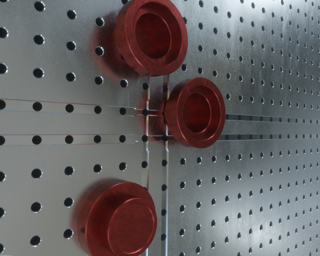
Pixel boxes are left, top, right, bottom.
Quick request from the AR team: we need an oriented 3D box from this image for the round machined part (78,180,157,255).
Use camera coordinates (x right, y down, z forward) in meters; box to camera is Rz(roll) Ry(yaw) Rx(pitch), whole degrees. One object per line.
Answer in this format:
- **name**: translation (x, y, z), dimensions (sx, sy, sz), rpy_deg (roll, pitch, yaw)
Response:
- **round machined part**: translation (-0.042, 0.113, 0.365), dimensions (0.099, 0.042, 0.097), rpy_deg (0, 90, -40)

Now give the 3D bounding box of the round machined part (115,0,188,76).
- **round machined part**: translation (-0.014, -0.113, 0.388), dimensions (0.099, 0.042, 0.097), rpy_deg (0, 90, -40)

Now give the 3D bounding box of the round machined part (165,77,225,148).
- **round machined part**: translation (0.045, -0.021, 0.438), dimensions (0.099, 0.042, 0.097), rpy_deg (0, 90, -40)
